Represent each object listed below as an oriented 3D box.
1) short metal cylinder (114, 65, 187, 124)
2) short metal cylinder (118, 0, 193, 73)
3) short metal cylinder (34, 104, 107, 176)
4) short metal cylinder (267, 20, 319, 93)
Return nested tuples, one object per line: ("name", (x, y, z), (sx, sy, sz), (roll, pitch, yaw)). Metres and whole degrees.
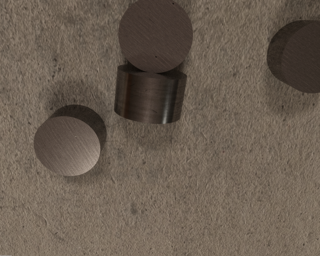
("short metal cylinder", (-0.012, -0.042, 0.365), (0.081, 0.080, 0.050), (7, 110, -3))
("short metal cylinder", (-0.005, -0.108, 0.357), (0.081, 0.050, 0.079), (0, 110, -1))
("short metal cylinder", (-0.113, 0.015, 0.400), (0.081, 0.050, 0.079), (0, 110, -1))
("short metal cylinder", (0.175, -0.086, 0.367), (0.081, 0.050, 0.079), (0, 110, -1))
